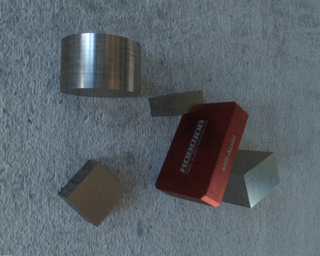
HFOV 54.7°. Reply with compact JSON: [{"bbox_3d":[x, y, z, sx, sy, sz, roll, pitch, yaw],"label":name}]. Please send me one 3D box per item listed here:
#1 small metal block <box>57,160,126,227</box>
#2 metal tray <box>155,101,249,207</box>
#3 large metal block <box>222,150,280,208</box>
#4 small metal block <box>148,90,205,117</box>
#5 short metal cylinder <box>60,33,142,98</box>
[{"bbox_3d":[-0.074,0.071,0.343,0.050,0.025,0.050,-51,120,-28],"label":"small metal block"},{"bbox_3d":[0.054,0.030,0.407,0.030,0.090,0.130,35,68,-35],"label":"metal tray"},{"bbox_3d":[0.121,0.072,0.470,0.081,0.080,0.050,-25,106,-37],"label":"large metal block"},{"bbox_3d":[0.022,-0.032,0.407,0.050,0.050,0.025,-16,100,-39],"label":"small metal block"},{"bbox_3d":[-0.060,-0.060,0.318,0.081,0.080,0.050,2,89,-40],"label":"short metal cylinder"}]
